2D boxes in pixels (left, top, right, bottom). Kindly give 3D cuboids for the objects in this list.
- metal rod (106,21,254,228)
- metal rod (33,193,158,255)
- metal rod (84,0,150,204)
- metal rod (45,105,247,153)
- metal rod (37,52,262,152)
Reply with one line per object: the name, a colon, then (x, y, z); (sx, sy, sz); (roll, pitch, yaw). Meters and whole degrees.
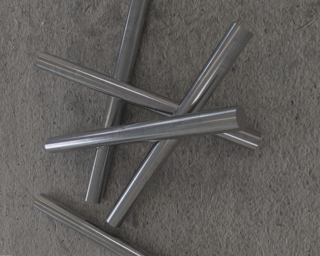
metal rod: (0.010, 0.014, 0.372); (0.025, 0.025, 0.298); (40, 115, 15)
metal rod: (-0.051, 0.164, 0.426); (0.301, 0.025, 0.025); (22, 97, 18)
metal rod: (-0.059, -0.041, 0.429); (0.025, 0.025, 0.298); (16, 95, 19)
metal rod: (-0.043, 0.008, 0.379); (0.300, 0.025, 0.025); (-8, 87, 36)
metal rod: (-0.022, -0.037, 0.395); (0.301, 0.025, 0.025); (22, 97, 10)
